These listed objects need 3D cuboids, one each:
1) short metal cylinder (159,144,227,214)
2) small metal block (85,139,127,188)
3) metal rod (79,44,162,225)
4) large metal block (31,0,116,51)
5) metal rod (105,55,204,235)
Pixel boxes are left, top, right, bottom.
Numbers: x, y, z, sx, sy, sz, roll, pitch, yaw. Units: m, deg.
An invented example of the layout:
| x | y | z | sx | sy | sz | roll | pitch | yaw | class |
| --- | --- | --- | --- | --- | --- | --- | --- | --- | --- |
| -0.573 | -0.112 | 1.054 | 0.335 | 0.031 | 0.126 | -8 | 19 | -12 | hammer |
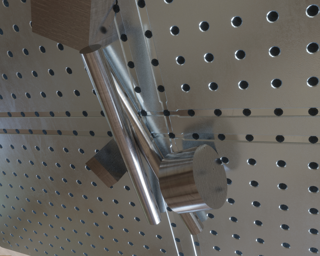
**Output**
| x | y | z | sx | sy | sz | roll | pitch | yaw | class |
| --- | --- | --- | --- | --- | --- | --- | --- | --- | --- |
| 0.043 | 0.065 | 0.393 | 0.050 | 0.080 | 0.080 | -19 | 108 | 35 | short metal cylinder |
| -0.074 | 0.053 | 0.467 | 0.050 | 0.050 | 0.025 | 48 | 129 | -6 | small metal block |
| -0.043 | 0.031 | 0.424 | 0.025 | 0.025 | 0.298 | 4 | 130 | 26 | metal rod |
| -0.100 | -0.143 | 0.359 | 0.080 | 0.050 | 0.079 | 24 | 127 | 13 | large metal block |
| -0.015 | 0.031 | 0.437 | 0.025 | 0.025 | 0.299 | -18 | 109 | 35 | metal rod |
